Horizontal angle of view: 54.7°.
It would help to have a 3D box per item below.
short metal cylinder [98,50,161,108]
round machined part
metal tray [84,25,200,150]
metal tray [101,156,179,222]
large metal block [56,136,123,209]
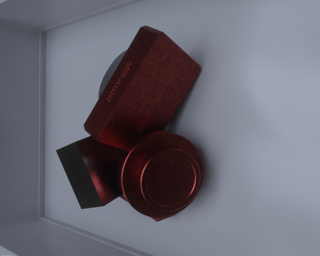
[{"bbox_3d":[-0.034,-0.053,0.395,0.080,0.050,0.080,-30,46,37],"label":"short metal cylinder"},{"bbox_3d":[0.005,0.054,0.347,0.042,0.099,0.097,-165,79,-69],"label":"round machined part"},{"bbox_3d":[-0.017,-0.036,0.354,0.030,0.090,0.130,34,95,38],"label":"metal tray"},{"bbox_3d":[-0.028,0.055,0.422,0.130,0.030,0.089,22,104,37],"label":"metal tray"},{"bbox_3d":[-0.071,0.046,0.395,0.050,0.081,0.080,-20,93,44],"label":"large metal block"}]
